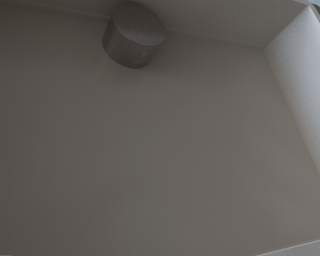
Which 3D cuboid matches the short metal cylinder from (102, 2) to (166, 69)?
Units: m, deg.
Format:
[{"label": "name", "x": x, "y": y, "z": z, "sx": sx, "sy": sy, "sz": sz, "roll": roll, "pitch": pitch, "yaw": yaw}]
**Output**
[{"label": "short metal cylinder", "x": -0.038, "y": -0.134, "z": 0.450, "sx": 0.081, "sy": 0.050, "sz": 0.080, "roll": 13, "pitch": 56, "yaw": -21}]
